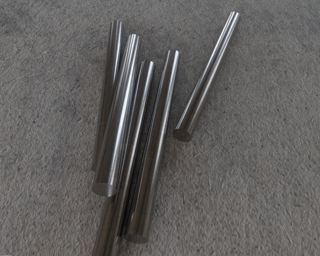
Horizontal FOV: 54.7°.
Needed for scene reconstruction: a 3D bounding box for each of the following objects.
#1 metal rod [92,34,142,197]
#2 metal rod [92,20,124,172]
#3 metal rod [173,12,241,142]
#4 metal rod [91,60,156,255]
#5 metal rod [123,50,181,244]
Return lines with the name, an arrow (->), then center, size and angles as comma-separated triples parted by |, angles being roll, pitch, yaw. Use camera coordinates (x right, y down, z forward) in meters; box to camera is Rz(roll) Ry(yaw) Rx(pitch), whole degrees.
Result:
metal rod -> -0.050, -0.043, 0.417 | 0.025, 0.025, 0.300 | 2, 44, 1
metal rod -> -0.072, -0.067, 0.458 | 0.025, 0.025, 0.300 | -1, 50, -1
metal rod -> 0.083, -0.097, 0.485 | 0.025, 0.025, 0.301 | 17, 52, 13
metal rod -> -0.037, 0.019, 0.387 | 0.025, 0.025, 0.300 | 5, 50, 4
metal rod -> -0.001, -0.003, 0.404 | 0.025, 0.025, 0.300 | 7, 50, 5
